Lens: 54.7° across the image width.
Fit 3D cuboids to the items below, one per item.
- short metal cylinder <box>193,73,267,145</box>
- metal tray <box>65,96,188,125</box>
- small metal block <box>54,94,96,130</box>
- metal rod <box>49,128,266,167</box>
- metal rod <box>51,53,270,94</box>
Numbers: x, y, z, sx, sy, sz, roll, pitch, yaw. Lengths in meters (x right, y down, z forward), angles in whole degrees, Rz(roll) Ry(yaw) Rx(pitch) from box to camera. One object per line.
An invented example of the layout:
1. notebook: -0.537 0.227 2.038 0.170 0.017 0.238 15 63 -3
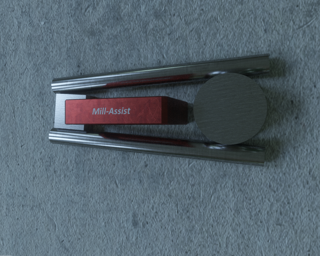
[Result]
1. short metal cylinder: 0.085 -0.021 0.366 0.080 0.050 0.079 0 90 20
2. metal tray: -0.039 -0.019 0.388 0.130 0.090 0.030 0 90 20
3. small metal block: -0.125 -0.023 0.455 0.050 0.025 0.050 5 92 19
4. metal rod: -0.017 0.022 0.416 0.301 0.025 0.025 5 92 19
5. metal rod: -0.013 -0.069 0.415 0.301 0.025 0.025 -3 89 19
